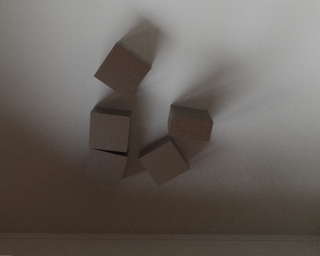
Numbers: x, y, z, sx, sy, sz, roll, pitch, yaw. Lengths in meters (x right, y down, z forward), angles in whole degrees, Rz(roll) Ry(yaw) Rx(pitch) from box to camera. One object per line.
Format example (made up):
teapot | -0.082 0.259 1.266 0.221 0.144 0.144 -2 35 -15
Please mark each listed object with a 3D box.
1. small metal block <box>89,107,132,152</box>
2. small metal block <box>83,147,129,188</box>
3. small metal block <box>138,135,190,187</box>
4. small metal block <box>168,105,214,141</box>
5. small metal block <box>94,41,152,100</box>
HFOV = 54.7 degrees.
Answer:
small metal block | -0.066 0.002 0.411 0.050 0.025 0.050 7 110 -3
small metal block | -0.074 0.051 0.429 0.050 0.025 0.050 14 110 -5
small metal block | 0.006 0.044 0.428 0.050 0.025 0.050 -31 107 10
small metal block | 0.037 -0.007 0.395 0.050 0.050 0.025 8 110 -3
small metal block | -0.045 -0.072 0.384 0.050 0.025 0.050 35 106 -12
